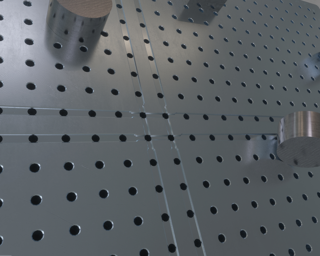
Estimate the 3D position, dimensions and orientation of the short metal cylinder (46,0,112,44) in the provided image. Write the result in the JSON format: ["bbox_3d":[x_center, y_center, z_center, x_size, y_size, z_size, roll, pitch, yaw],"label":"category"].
[{"bbox_3d":[-0.113,-0.165,0.432,0.081,0.050,0.080,14,56,-21],"label":"short metal cylinder"}]

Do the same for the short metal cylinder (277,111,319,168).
[{"bbox_3d":[0.225,0.019,0.482,0.080,0.080,0.050,27,52,-11],"label":"short metal cylinder"}]

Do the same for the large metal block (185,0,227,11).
[{"bbox_3d":[0.087,-0.285,0.613,0.081,0.050,0.080,-2,63,-29],"label":"large metal block"}]
